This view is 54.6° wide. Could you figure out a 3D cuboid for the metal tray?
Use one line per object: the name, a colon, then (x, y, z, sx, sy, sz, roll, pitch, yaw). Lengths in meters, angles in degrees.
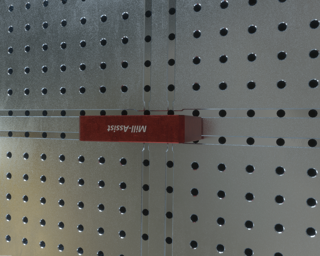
metal tray: (-0.021, 0.000, 0.386, 0.130, 0.090, 0.030, 0, 91, 20)
